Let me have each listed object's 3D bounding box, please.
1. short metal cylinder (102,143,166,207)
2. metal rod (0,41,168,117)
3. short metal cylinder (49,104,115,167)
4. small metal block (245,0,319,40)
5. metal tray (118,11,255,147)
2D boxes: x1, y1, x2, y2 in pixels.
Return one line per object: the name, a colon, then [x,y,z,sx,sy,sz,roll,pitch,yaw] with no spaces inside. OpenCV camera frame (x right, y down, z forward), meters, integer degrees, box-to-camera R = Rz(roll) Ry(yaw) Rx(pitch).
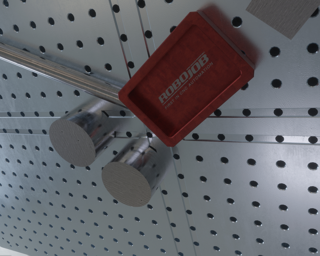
short metal cylinder: [-0.038,0.069,0.458,0.080,0.050,0.079,13,124,21]
metal rod: [-0.125,-0.071,0.432,0.301,0.025,0.025,22,127,15]
short metal cylinder: [-0.116,0.011,0.463,0.080,0.050,0.079,13,124,21]
small metal block: [0.115,-0.117,0.278,0.050,0.025,0.050,35,129,4]
metal tray: [0.026,-0.051,0.345,0.090,0.030,0.129,45,117,-3]
